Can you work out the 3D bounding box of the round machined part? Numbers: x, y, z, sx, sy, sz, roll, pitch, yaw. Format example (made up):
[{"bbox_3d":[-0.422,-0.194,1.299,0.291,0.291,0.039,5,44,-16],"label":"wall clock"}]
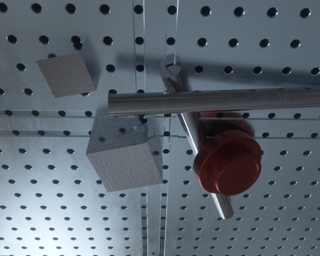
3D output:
[{"bbox_3d":[0.099,0.055,0.428,0.099,0.042,0.097,-11,125,-17],"label":"round machined part"}]

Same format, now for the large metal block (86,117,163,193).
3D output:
[{"bbox_3d":[-0.045,0.039,0.428,0.080,0.050,0.080,-11,130,9],"label":"large metal block"}]

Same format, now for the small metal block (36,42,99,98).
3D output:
[{"bbox_3d":[-0.104,-0.065,0.354,0.050,0.025,0.050,-10,130,7],"label":"small metal block"}]

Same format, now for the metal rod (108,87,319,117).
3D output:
[{"bbox_3d":[0.093,-0.033,0.362,0.302,0.025,0.025,-3,131,-8],"label":"metal rod"}]

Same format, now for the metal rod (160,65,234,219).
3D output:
[{"bbox_3d":[0.064,0.041,0.447,0.025,0.025,0.299,-16,129,13],"label":"metal rod"}]
